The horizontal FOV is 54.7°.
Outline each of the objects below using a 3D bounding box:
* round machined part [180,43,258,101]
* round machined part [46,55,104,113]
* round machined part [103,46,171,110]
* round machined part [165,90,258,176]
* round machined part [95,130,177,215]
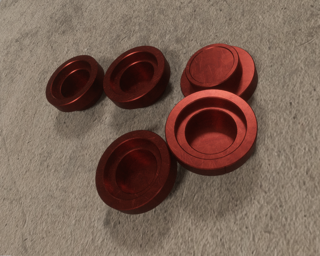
[{"bbox_3d":[0.071,-0.069,0.397,0.098,0.042,0.098,-13,56,20],"label":"round machined part"},{"bbox_3d":[-0.131,-0.066,0.500,0.098,0.042,0.098,-13,56,20],"label":"round machined part"},{"bbox_3d":[-0.029,-0.068,0.448,0.098,0.042,0.098,-13,56,20],"label":"round machined part"},{"bbox_3d":[0.058,0.008,0.349,0.098,0.042,0.098,-6,60,11],"label":"round machined part"},{"bbox_3d":[-0.024,0.055,0.370,0.098,0.042,0.098,-13,57,21],"label":"round machined part"}]
